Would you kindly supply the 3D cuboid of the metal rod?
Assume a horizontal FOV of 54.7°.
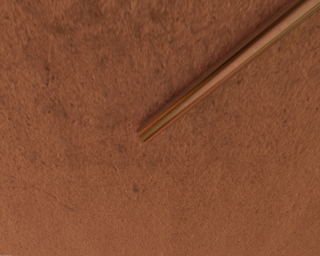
[{"bbox_3d":[0.082,-0.073,0.345,0.025,0.025,0.299,36,121,-27],"label":"metal rod"}]
